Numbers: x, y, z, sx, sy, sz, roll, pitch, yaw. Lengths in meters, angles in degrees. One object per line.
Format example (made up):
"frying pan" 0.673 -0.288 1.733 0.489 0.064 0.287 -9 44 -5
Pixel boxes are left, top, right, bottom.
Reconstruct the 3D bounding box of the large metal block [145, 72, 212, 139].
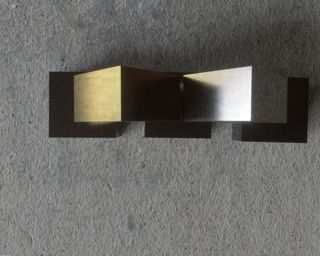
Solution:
"large metal block" 0.022 -0.028 0.399 0.081 0.050 0.079 1 90 -1

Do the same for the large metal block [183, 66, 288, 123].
"large metal block" 0.082 -0.031 0.337 0.080 0.081 0.050 1 90 44

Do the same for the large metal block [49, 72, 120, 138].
"large metal block" -0.093 -0.028 0.398 0.081 0.050 0.079 0 90 -1

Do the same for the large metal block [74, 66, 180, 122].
"large metal block" -0.035 -0.032 0.333 0.081 0.080 0.050 -1 91 -46

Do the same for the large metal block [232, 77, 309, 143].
"large metal block" 0.140 -0.022 0.401 0.081 0.050 0.079 2 90 -1
